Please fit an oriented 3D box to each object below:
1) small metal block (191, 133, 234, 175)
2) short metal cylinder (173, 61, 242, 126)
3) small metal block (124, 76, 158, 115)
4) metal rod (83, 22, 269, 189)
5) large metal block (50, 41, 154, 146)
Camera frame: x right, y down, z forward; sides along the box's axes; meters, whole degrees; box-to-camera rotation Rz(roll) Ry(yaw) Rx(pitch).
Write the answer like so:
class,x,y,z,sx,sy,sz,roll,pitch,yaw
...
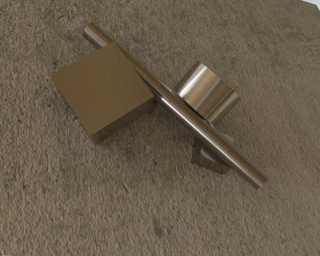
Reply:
class,x,y,z,sx,sy,sz,roll,pitch,yaw
small metal block,0.073,0.031,0.428,0.050,0.025,0.050,22,53,-15
short metal cylinder,0.065,-0.048,0.430,0.080,0.050,0.080,40,11,-9
small metal block,-0.032,-0.050,0.421,0.050,0.025,0.050,12,57,-22
metal rod,0.021,-0.029,0.404,0.300,0.025,0.025,41,51,0
large metal block,-0.065,-0.039,0.358,0.080,0.050,0.080,-33,81,-15
